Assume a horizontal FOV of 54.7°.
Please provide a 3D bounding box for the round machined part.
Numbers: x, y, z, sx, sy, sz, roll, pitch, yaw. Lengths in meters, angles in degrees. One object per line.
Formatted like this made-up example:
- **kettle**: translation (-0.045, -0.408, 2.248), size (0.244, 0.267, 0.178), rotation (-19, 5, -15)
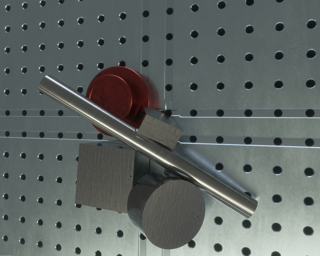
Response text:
- **round machined part**: translation (-0.061, -0.036, 0.424), size (0.098, 0.042, 0.097), rotation (0, 90, 19)

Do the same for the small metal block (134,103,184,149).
- **small metal block**: translation (-0.003, -0.003, 0.389), size (0.050, 0.050, 0.025), rotation (24, 103, -17)

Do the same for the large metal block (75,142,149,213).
- **large metal block**: translation (-0.063, 0.063, 0.418), size (0.080, 0.050, 0.079), rotation (5, 92, 19)

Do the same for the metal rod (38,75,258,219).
- **metal rod**: translation (-0.017, 0.021, 0.383), size (0.301, 0.025, 0.025), rotation (31, 100, 4)

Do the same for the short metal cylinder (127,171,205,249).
- **short metal cylinder**: translation (0.007, 0.097, 0.373), size (0.081, 0.050, 0.079), rotation (-2, 94, -25)
